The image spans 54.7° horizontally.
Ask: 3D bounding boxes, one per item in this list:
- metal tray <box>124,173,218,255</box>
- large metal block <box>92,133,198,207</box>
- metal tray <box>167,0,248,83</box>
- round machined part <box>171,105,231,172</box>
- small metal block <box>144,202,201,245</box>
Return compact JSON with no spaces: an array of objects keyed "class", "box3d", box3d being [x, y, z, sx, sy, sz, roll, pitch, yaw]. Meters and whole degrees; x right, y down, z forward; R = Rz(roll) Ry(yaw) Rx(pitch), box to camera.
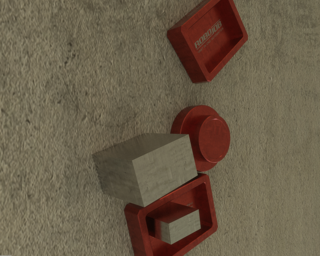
[{"class":"metal tray","box3d":[0.021,0.124,0.421,0.131,0.030,0.089,-19,102,-39]},{"class":"large metal block","box3d":[-0.018,0.042,0.356,0.081,0.080,0.050,-22,105,-38]},{"class":"metal tray","box3d":[0.077,-0.139,0.467,0.131,0.030,0.090,-48,119,-29]},{"class":"round machined part","box3d":[0.065,0.015,0.451,0.099,0.042,0.097,0,90,-40]},{"class":"small metal block","box3d":[0.014,0.116,0.386,0.050,0.050,0.025,-12,98,-40]}]
